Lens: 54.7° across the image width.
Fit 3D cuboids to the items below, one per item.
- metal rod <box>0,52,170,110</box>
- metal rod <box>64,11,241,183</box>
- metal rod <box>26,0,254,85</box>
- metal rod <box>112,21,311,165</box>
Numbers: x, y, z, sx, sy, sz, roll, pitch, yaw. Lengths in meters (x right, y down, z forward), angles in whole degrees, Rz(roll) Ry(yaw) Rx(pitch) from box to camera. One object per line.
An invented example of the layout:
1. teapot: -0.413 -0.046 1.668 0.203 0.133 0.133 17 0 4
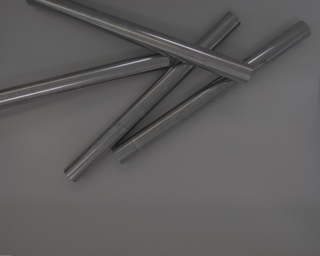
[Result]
1. metal rod: -0.135 -0.053 0.397 0.302 0.025 0.025 -15 90 -5
2. metal rod: -0.010 -0.041 0.411 0.300 0.025 0.025 -44 90 0
3. metal rod: -0.030 -0.119 0.393 0.301 0.025 0.025 21 90 6
4. metal rod: 0.068 -0.047 0.411 0.301 0.025 0.025 -35 90 0
